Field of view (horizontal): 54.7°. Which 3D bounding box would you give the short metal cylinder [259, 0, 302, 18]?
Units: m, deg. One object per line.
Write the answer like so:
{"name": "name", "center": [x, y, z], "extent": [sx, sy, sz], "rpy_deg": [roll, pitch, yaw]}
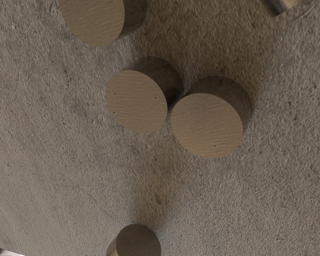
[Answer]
{"name": "short metal cylinder", "center": [0.106, -0.130, 0.235], "extent": [0.080, 0.080, 0.050], "rpy_deg": [-31, 101, 38]}

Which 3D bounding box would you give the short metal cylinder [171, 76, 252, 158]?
{"name": "short metal cylinder", "center": [0.059, -0.013, 0.352], "extent": [0.080, 0.050, 0.079], "rpy_deg": [13, 124, 21]}

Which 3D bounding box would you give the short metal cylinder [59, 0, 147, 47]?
{"name": "short metal cylinder", "center": [-0.061, -0.136, 0.339], "extent": [0.080, 0.050, 0.079], "rpy_deg": [13, 124, 21]}

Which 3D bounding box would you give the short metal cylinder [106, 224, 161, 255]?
{"name": "short metal cylinder", "center": [-0.045, 0.212, 0.526], "extent": [0.080, 0.080, 0.050], "rpy_deg": [37, 129, 4]}

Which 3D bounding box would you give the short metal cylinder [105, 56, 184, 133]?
{"name": "short metal cylinder", "center": [-0.018, -0.040, 0.375], "extent": [0.080, 0.050, 0.079], "rpy_deg": [13, 124, 21]}
